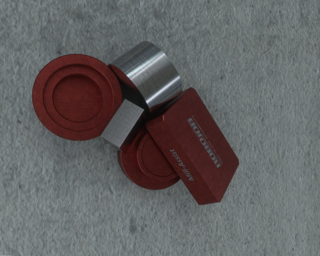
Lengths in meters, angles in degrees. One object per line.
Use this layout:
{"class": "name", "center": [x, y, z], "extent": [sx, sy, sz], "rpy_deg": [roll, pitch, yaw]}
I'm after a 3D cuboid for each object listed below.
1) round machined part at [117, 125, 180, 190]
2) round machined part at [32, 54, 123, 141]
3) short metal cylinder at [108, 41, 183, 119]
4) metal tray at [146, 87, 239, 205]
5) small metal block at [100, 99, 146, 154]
{"class": "round machined part", "center": [-0.002, 0.032, 0.401], "extent": [0.099, 0.042, 0.097], "rpy_deg": [0, 90, -21]}
{"class": "round machined part", "center": [-0.097, -0.034, 0.366], "extent": [0.099, 0.042, 0.097], "rpy_deg": [0, 90, -21]}
{"class": "short metal cylinder", "center": [-0.019, -0.057, 0.376], "extent": [0.050, 0.080, 0.080], "rpy_deg": [-40, 103, -16]}
{"class": "metal tray", "center": [0.048, 0.022, 0.403], "extent": [0.130, 0.030, 0.090], "rpy_deg": [56, 42, -12]}
{"class": "small metal block", "center": [-0.041, 0.000, 0.364], "extent": [0.025, 0.050, 0.050], "rpy_deg": [31, 79, 7]}
